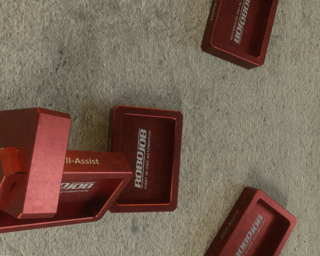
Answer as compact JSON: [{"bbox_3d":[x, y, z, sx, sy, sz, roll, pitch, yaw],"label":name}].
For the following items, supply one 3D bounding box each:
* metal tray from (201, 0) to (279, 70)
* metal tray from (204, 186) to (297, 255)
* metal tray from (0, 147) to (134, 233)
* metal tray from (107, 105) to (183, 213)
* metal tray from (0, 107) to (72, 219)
[{"bbox_3d":[0.119,-0.161,0.449,0.091,0.030,0.129,16,84,-20],"label":"metal tray"},{"bbox_3d":[0.134,0.164,0.455,0.090,0.030,0.130,38,78,-16],"label":"metal tray"},{"bbox_3d":[-0.103,0.064,0.316,0.131,0.030,0.089,8,128,-43],"label":"metal tray"},{"bbox_3d":[-0.021,0.040,0.398,0.091,0.030,0.129,4,89,-20],"label":"metal tray"},{"bbox_3d":[-0.139,0.029,0.299,0.030,0.130,0.090,14,80,-46],"label":"metal tray"}]
